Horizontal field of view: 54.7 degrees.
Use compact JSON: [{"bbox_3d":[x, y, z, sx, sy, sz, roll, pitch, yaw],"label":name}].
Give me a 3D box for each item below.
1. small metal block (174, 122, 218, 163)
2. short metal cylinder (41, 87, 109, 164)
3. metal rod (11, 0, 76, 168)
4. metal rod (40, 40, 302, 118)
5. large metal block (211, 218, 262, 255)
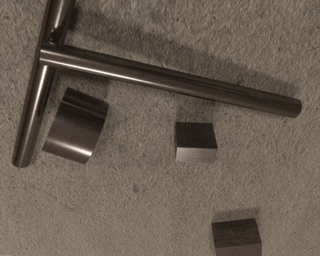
[{"bbox_3d":[0.045,0.018,0.407,0.050,0.050,0.025,2,130,-3],"label":"small metal block"},{"bbox_3d":[-0.100,-0.003,0.368,0.050,0.080,0.080,22,127,-18],"label":"short metal cylinder"},{"bbox_3d":[-0.136,-0.056,0.357,0.025,0.025,0.298,19,127,-16],"label":"metal rod"},{"bbox_3d":[0.026,-0.050,0.348,0.302,0.025,0.025,10,130,-16],"label":"metal rod"},{"bbox_3d":[0.143,0.217,0.578,0.080,0.050,0.080,-9,130,7],"label":"large metal block"}]
